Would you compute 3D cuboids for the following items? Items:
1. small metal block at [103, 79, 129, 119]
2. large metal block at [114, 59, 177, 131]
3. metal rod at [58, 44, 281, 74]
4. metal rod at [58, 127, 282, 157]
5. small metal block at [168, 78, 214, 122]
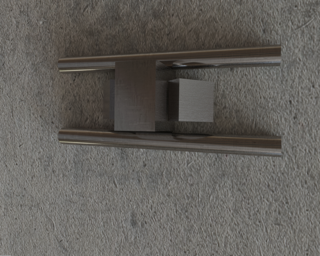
[{"bbox_3d":[-0.059,-0.037,0.415,0.025,0.050,0.050,1,91,-20],"label":"small metal block"},{"bbox_3d":[-0.015,-0.037,0.388,0.050,0.080,0.079,1,90,20],"label":"large metal block"},{"bbox_3d":[-0.002,-0.089,0.410,0.301,0.025,0.025,2,91,19],"label":"metal rod"},{"bbox_3d":[-0.001,0.017,0.410,0.301,0.025,0.025,2,91,19],"label":"metal rod"},{"bbox_3d":[0.038,-0.033,0.381,0.025,0.050,0.050,1,90,61],"label":"small metal block"}]
